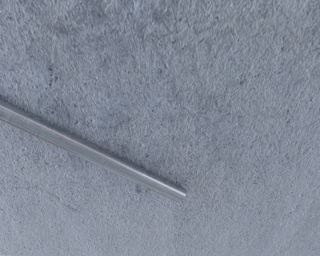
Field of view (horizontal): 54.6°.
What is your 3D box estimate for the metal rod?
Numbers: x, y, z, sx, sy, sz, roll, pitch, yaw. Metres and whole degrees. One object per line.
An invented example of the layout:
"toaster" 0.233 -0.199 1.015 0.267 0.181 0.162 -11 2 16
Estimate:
"metal rod" -0.087 0.040 0.440 0.301 0.025 0.025 29 124 -23
